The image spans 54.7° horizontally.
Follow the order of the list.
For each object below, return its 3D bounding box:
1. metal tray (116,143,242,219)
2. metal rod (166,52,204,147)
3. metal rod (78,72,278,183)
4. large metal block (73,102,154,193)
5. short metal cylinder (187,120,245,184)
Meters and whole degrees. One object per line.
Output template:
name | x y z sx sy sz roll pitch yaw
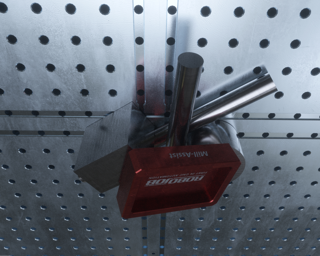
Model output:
metal tray | 0.021 0.062 0.369 0.131 0.030 0.089 -2 133 -24
metal rod | 0.019 0.031 0.409 0.025 0.025 0.298 3 140 -3
metal rod | 0.009 0.008 0.419 0.300 0.025 0.025 -27 126 20
large metal block | -0.055 0.025 0.395 0.080 0.080 0.050 -27 125 21
short metal cylinder | 0.071 0.035 0.425 0.081 0.050 0.079 0 130 0
